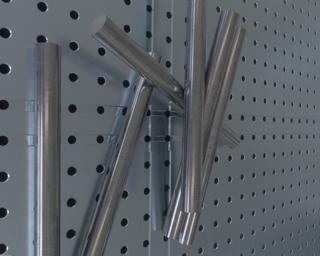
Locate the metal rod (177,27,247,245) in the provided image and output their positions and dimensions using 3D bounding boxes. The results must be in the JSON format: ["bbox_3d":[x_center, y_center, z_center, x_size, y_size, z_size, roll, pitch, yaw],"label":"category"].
[{"bbox_3d":[0.068,0.014,0.423,0.025,0.025,0.298,8,98,-40],"label":"metal rod"}]

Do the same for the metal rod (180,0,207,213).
[{"bbox_3d":[0.043,-0.050,0.383,0.025,0.025,0.299,8,81,-40],"label":"metal rod"}]

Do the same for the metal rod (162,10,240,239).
[{"bbox_3d":[0.051,0.001,0.405,0.025,0.025,0.298,9,99,-40],"label":"metal rod"}]

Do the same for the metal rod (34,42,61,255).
[{"bbox_3d":[-0.113,0.066,0.313,0.025,0.025,0.298,0,90,-40],"label":"metal rod"}]

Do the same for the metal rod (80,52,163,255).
[{"bbox_3d":[-0.048,0.048,0.367,0.025,0.025,0.299,26,74,-37],"label":"metal rod"}]

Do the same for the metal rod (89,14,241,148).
[{"bbox_3d":[0.030,-0.040,0.407,0.301,0.025,0.025,34,69,-43],"label":"metal rod"}]
